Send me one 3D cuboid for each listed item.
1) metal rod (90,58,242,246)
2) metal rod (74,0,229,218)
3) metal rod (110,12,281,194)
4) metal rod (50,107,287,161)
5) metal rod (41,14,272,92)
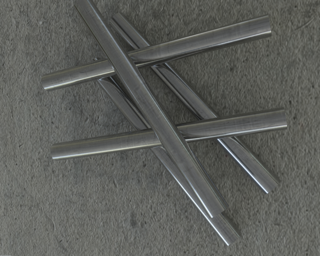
[{"bbox_3d":[-0.002,0.022,0.409,0.025,0.025,0.300,-42,77,15],"label":"metal rod"},{"bbox_3d":[-0.016,-0.033,0.362,0.025,0.025,0.299,-36,79,16],"label":"metal rod"},{"bbox_3d":[0.036,-0.040,0.396,0.025,0.025,0.300,-44,77,14],"label":"metal rod"},{"bbox_3d":[-0.004,0.011,0.385,0.301,0.025,0.025,-9,87,19],"label":"metal rod"},{"bbox_3d":[-0.019,-0.089,0.390,0.301,0.025,0.025,-10,87,19],"label":"metal rod"}]
